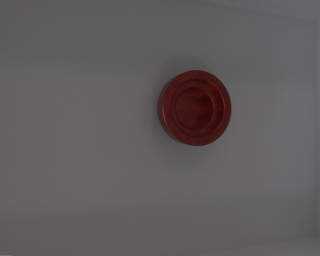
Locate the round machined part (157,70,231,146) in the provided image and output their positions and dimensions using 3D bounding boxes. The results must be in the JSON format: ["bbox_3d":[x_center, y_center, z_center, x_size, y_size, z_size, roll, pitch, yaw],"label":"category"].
[{"bbox_3d":[0.042,-0.026,0.417,0.099,0.042,0.097,0,90,-20],"label":"round machined part"}]
